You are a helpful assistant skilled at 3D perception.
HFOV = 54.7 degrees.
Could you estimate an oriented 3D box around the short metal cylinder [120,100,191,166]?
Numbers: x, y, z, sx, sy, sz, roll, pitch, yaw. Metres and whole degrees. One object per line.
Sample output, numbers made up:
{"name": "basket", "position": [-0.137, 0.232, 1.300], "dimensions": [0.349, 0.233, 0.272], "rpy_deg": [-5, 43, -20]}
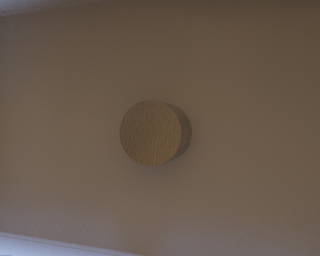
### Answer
{"name": "short metal cylinder", "position": [-0.004, 0.006, 0.398], "dimensions": [0.080, 0.050, 0.079], "rpy_deg": [0, 90, 19]}
